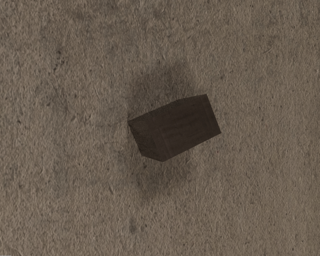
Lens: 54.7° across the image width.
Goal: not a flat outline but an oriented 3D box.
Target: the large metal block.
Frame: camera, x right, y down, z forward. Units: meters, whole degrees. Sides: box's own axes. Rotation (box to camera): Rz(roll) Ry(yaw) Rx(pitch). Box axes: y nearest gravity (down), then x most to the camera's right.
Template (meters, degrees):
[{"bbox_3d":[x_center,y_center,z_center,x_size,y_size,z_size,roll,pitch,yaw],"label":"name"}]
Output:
[{"bbox_3d":[0.015,-0.001,0.386,0.081,0.080,0.050,-25,99,-19],"label":"large metal block"}]
